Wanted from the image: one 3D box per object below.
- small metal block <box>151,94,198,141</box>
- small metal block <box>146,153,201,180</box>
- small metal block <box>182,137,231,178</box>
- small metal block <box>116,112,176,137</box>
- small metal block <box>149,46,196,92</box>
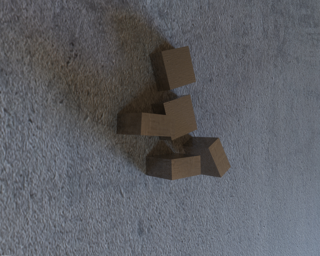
[{"bbox_3d":[0.020,-0.015,0.421,0.050,0.025,0.050,-22,104,-38],"label":"small metal block"},{"bbox_3d":[0.017,0.049,0.402,0.050,0.050,0.025,-3,92,-40],"label":"small metal block"},{"bbox_3d":[0.066,0.041,0.444,0.025,0.050,0.050,-39,114,-33],"label":"small metal block"},{"bbox_3d":[-0.017,-0.003,0.374,0.050,0.050,0.025,4,88,-40],"label":"small metal block"},{"bbox_3d":[0.018,-0.080,0.419,0.050,0.025,0.050,-23,104,-38],"label":"small metal block"}]
